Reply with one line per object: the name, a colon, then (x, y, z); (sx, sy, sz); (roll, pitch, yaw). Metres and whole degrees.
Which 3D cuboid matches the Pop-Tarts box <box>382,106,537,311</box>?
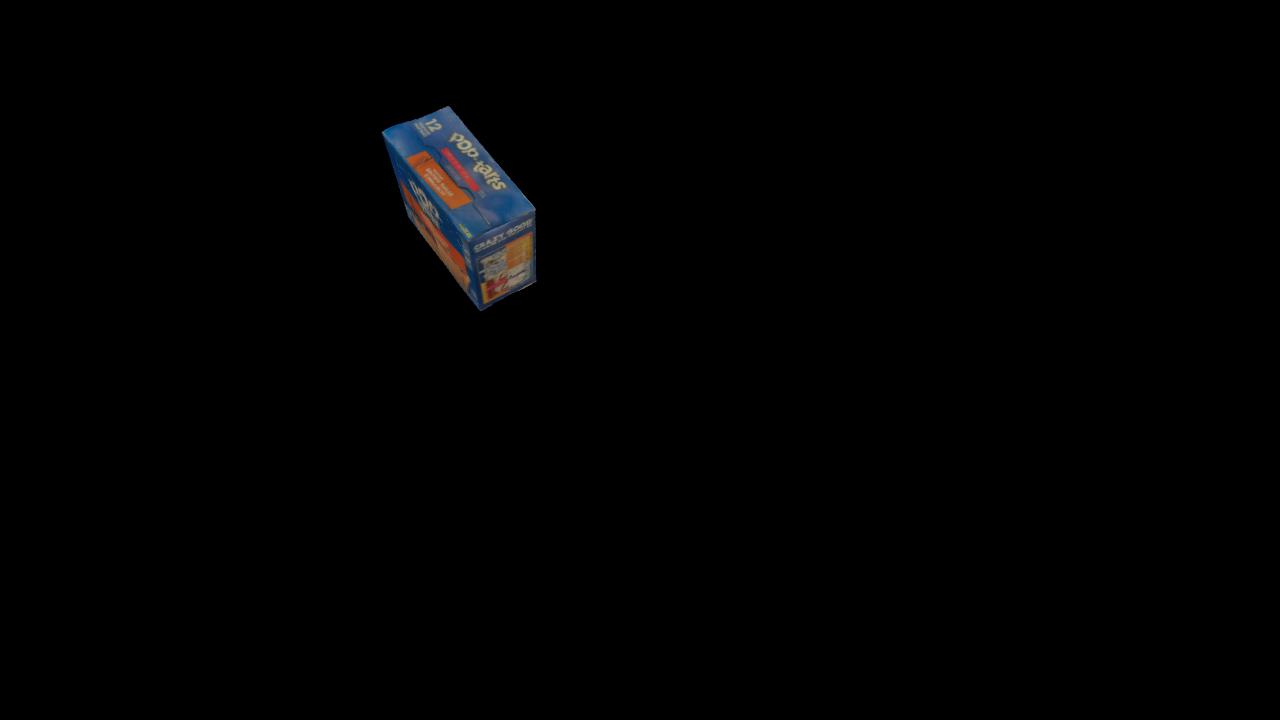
Pop-Tarts box: (-0.196, -0.165, 0.690); (0.083, 0.167, 0.141); (-34, -15, -22)
